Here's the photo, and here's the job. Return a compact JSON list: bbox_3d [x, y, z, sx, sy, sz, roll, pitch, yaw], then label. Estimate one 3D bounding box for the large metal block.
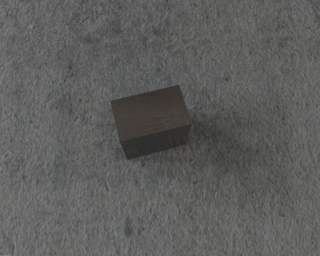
[{"bbox_3d":[-0.011,-0.004,0.380,0.081,0.080,0.050,-14,71,-5],"label":"large metal block"}]
